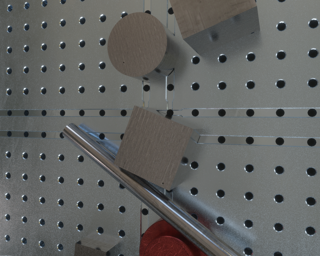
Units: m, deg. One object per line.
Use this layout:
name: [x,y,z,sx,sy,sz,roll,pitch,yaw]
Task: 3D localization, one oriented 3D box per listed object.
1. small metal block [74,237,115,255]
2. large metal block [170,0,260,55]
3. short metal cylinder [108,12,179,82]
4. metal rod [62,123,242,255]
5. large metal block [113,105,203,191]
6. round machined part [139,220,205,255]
small metal block: [-0.096,0.192,0.446,0.050,0.025,0.050,7,93,19]
large metal block: [0.066,-0.132,0.360,0.080,0.080,0.050,-20,84,19]
short metal cylinder: [-0.021,-0.103,0.407,0.080,0.050,0.079,0,90,20]
metal rod: [-0.020,0.081,0.402,0.300,0.025,0.025,34,101,23]
large metal block: [-0.002,0.023,0.400,0.080,0.050,0.080,23,97,18]
round machined part: [0.018,0.166,0.397,0.098,0.042,0.097,0,90,20]
